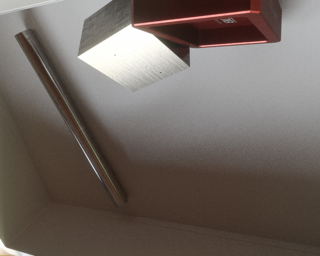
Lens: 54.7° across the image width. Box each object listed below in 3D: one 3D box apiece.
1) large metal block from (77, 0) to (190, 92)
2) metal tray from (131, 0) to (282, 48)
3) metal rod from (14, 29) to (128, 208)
[{"bbox_3d":[-0.025,-0.089,0.324,0.080,0.050,0.080,-18,147,35],"label":"large metal block"},{"bbox_3d":[0.047,-0.092,0.257,0.090,0.131,0.030,3,97,26],"label":"metal tray"},{"bbox_3d":[-0.126,-0.003,0.470,0.025,0.025,0.299,-13,112,33],"label":"metal rod"}]
